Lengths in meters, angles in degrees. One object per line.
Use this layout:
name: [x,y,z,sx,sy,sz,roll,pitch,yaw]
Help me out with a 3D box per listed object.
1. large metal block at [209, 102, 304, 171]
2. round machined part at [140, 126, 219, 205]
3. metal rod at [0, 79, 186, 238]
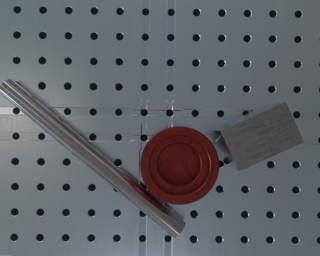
large metal block: [0.115,0.009,0.387,0.080,0.080,0.050,-24,90,0]
round machined part: [0.025,0.047,0.405,0.099,0.042,0.097,0,90,0]
metal rod: [-0.089,0.040,0.412,0.300,0.025,0.025,40,90,0]
